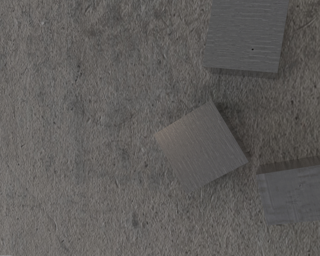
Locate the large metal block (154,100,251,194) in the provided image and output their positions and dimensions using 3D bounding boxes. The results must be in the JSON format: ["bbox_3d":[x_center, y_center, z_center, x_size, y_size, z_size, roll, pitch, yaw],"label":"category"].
[{"bbox_3d":[0.053,0.022,0.377,0.080,0.050,0.080,-32,80,17],"label":"large metal block"}]

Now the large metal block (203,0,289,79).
[{"bbox_3d":[0.100,-0.103,0.360,0.080,0.050,0.079,9,93,19],"label":"large metal block"}]

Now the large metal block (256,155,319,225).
[{"bbox_3d":[0.150,0.062,0.327,0.080,0.080,0.050,-13,86,19],"label":"large metal block"}]
